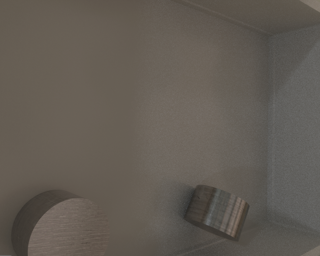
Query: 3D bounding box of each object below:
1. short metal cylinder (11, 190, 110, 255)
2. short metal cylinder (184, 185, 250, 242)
[{"bbox_3d":[-0.098,0.106,0.309,0.081,0.050,0.079,0,90,-40],"label":"short metal cylinder"},{"bbox_3d":[0.080,0.121,0.441,0.080,0.080,0.050,38,67,-34],"label":"short metal cylinder"}]
